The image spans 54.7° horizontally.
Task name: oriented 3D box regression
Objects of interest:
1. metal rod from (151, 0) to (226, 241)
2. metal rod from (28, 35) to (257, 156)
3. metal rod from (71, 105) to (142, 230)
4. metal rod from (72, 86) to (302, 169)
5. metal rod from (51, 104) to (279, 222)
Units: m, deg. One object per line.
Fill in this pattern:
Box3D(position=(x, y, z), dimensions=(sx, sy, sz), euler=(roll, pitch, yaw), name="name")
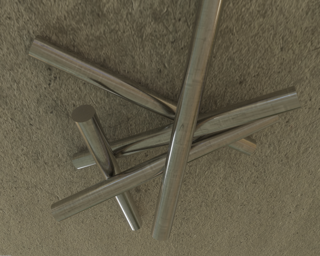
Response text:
Box3D(position=(0.027, 0.000, 0.345), dimensions=(0.025, 0.025, 0.298), euler=(8, 111, -7), name="metal rod")
Box3D(position=(-0.005, -0.031, 0.380), dimensions=(0.302, 0.025, 0.025), euler=(24, 126, -19), name="metal rod")
Box3D(position=(-0.062, 0.078, 0.437), dimensions=(0.025, 0.025, 0.299), euler=(-6, 141, 4), name="metal rod")
Box3D(position=(0.012, 0.008, 0.383), dimensions=(0.300, 0.025, 0.025), euler=(-17, 129, 25), name="metal rod")
Box3D(position=(0.004, 0.045, 0.390), dimensions=(0.301, 0.025, 0.025), euler=(-25, 127, 3), name="metal rod")
